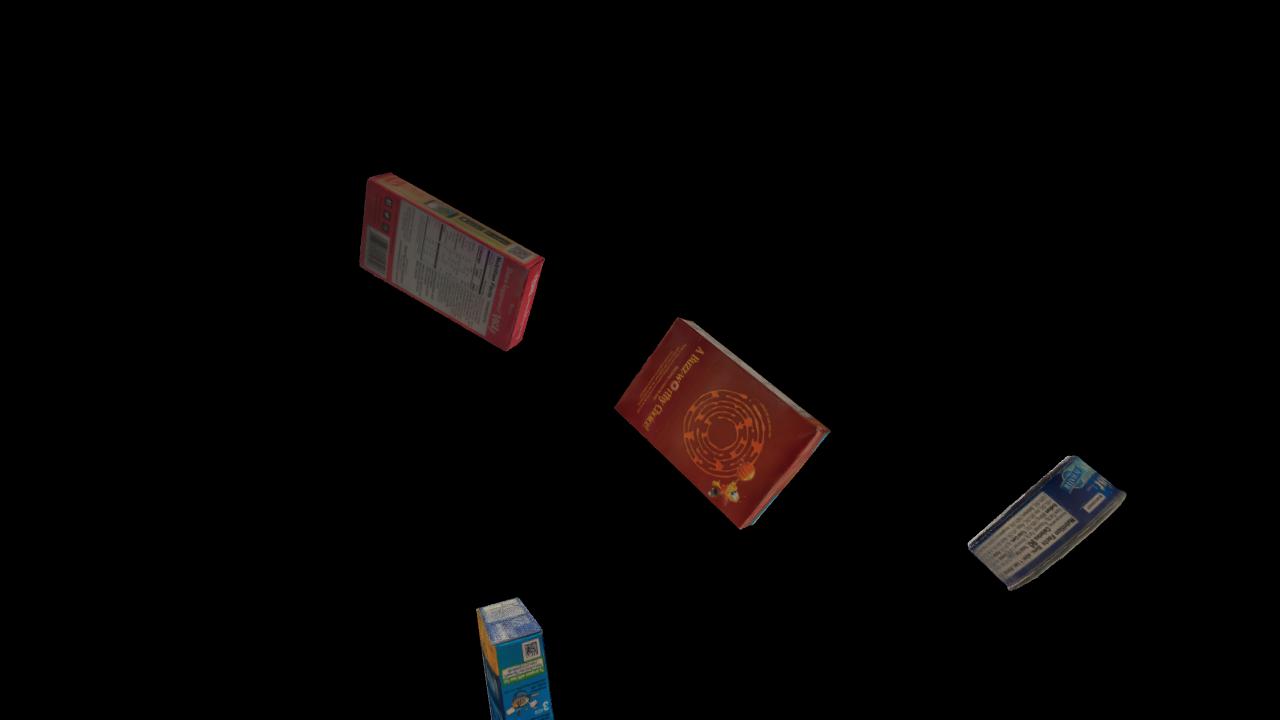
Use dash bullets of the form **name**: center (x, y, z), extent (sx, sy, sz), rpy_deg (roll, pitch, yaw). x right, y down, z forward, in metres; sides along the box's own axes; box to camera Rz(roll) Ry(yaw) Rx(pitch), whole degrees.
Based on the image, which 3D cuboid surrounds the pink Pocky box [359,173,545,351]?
- **pink Pocky box**: center (-0.156, -0.079, 0.500), extent (0.155, 0.084, 0.029), rpy_deg (29, 35, 9)

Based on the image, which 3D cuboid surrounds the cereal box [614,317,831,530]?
- **cereal box**: center (0.126, 0.098, 1.016), extent (0.306, 0.203, 0.081), rpy_deg (41, 15, 26)

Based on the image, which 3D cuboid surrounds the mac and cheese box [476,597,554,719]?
- **mac and cheese box**: center (-0.085, 0.281, 0.452), extent (0.041, 0.184, 0.093), rpy_deg (-7, -3, -24)

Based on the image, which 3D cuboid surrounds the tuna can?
- **tuna can**: center (0.236, 0.095, 0.361), extent (0.084, 0.084, 0.034), rpy_deg (0, 41, -49)
